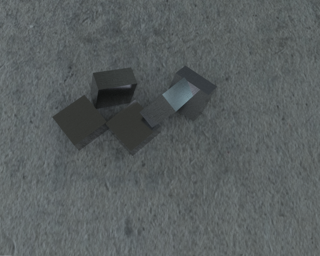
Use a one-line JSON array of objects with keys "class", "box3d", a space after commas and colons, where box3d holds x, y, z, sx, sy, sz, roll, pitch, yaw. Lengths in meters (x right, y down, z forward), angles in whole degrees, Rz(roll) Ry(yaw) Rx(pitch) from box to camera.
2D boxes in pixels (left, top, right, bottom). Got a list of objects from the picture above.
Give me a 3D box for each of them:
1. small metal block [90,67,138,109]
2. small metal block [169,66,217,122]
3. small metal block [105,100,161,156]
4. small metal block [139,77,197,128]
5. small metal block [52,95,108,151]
[{"class": "small metal block", "box3d": [-0.062, -0.052, 0.407, 0.050, 0.050, 0.025, -13, 70, -22]}, {"class": "small metal block", "box3d": [0.039, -0.045, 0.409, 0.050, 0.050, 0.025, 36, 47, 12]}, {"class": "small metal block", "box3d": [-0.035, 0.000, 0.408, 0.050, 0.025, 0.050, -41, 75, -14]}, {"class": "small metal block", "box3d": [0.010, -0.032, 0.386, 0.025, 0.050, 0.050, 52, 48, -5]}, {"class": "small metal block", "box3d": [-0.103, -0.007, 0.409, 0.050, 0.025, 0.050, -38, 75, -13]}]
